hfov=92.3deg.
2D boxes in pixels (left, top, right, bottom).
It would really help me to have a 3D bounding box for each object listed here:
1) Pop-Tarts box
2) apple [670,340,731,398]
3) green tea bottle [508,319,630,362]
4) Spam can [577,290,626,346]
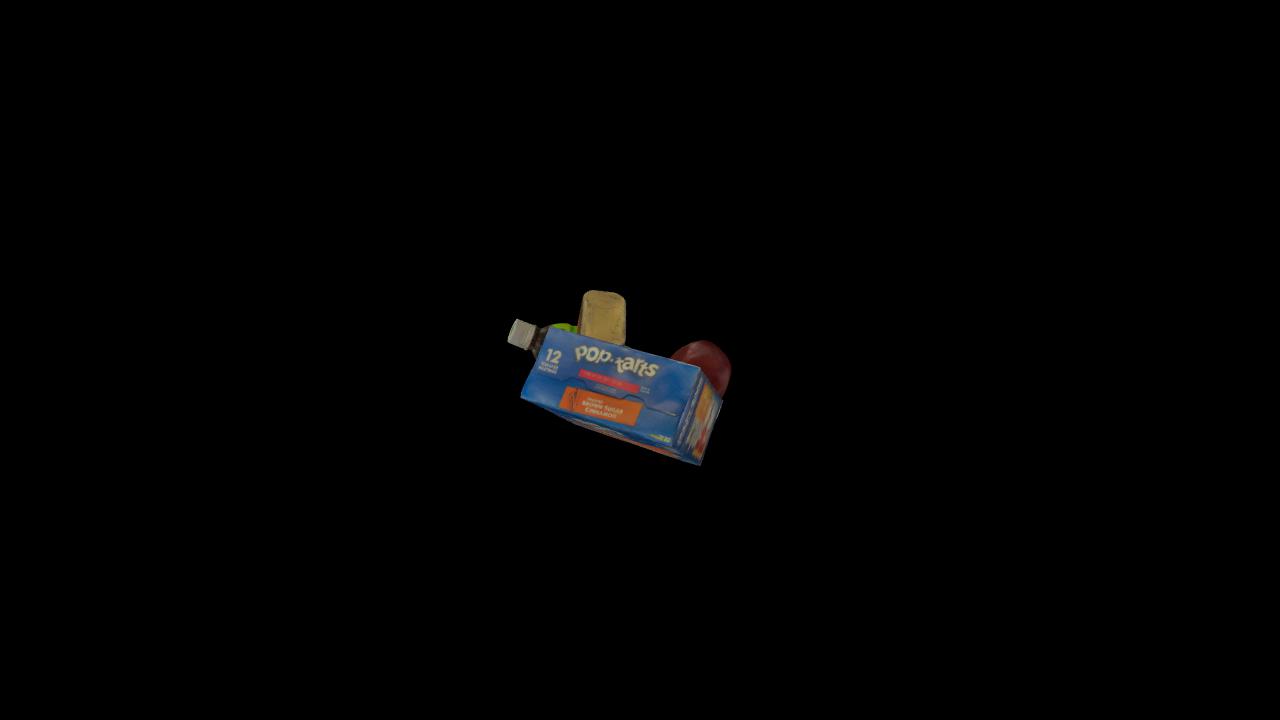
[{"bbox_3d":[-0.013,0.042,0.650,0.167,0.083,0.141,15,-12,20],"label":"Pop-Tarts box"},{"bbox_3d":[0.066,0.020,0.728,0.079,0.079,0.093,0,19,35],"label":"apple"},{"bbox_3d":[-0.060,0.003,0.764,0.212,0.073,0.073,22,-7,-16],"label":"green tea bottle"},{"bbox_3d":[-0.049,-0.020,0.733,0.058,0.101,0.085,8,-46,-9],"label":"Spam can"}]
